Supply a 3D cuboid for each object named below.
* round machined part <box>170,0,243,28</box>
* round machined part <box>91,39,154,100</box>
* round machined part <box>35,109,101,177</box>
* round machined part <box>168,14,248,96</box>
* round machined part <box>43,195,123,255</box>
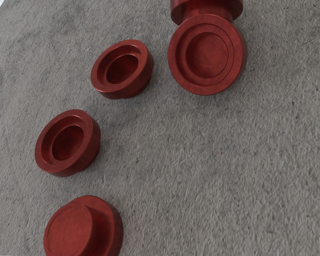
[{"bbox_3d":[0.064,-0.155,0.425,0.098,0.098,0.042,-6,83,25],"label":"round machined part"},{"bbox_3d":[-0.053,-0.084,0.472,0.098,0.042,0.098,-13,56,21],"label":"round machined part"},{"bbox_3d":[-0.126,0.025,0.444,0.098,0.042,0.098,-13,56,21],"label":"round machined part"},{"bbox_3d":[0.063,-0.093,0.396,0.098,0.042,0.097,8,107,27],"label":"round machined part"},{"bbox_3d":[-0.096,0.127,0.366,0.098,0.042,0.098,-13,56,21],"label":"round machined part"}]
